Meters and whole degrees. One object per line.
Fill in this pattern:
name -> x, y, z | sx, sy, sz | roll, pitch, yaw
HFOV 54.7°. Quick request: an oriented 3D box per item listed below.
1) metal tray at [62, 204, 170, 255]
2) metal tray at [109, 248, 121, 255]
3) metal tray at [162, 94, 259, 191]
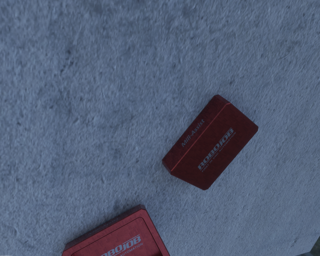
metal tray -> -0.061, 0.182, 0.450 | 0.131, 0.030, 0.090 | -27, 93, -8
metal tray -> -0.071, 0.239, 0.514 | 0.090, 0.030, 0.130 | -34, 129, -6
metal tray -> 0.076, 0.025, 0.463 | 0.090, 0.030, 0.130 | 32, 100, -39
